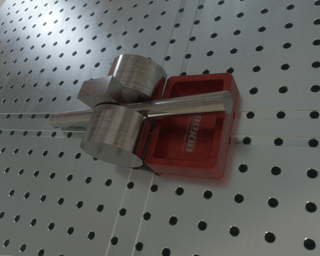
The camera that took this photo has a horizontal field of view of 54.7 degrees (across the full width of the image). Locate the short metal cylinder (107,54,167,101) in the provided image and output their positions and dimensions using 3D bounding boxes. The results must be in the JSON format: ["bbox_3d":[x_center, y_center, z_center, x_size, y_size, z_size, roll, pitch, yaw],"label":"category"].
[{"bbox_3d":[-0.035,-0.055,0.423,0.080,0.080,0.050,1,62,28],"label":"short metal cylinder"}]

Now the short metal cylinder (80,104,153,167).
[{"bbox_3d":[-0.054,0.012,0.393,0.080,0.080,0.050,2,63,29],"label":"short metal cylinder"}]

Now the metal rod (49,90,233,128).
[{"bbox_3d":[-0.049,-0.020,0.416,0.300,0.025,0.025,-4,60,36],"label":"metal rod"}]

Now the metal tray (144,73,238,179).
[{"bbox_3d":[0.041,-0.006,0.387,0.090,0.030,0.130,1,62,28],"label":"metal tray"}]

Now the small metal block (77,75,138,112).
[{"bbox_3d":[-0.065,-0.038,0.389,0.050,0.050,0.025,-4,60,36],"label":"small metal block"}]
